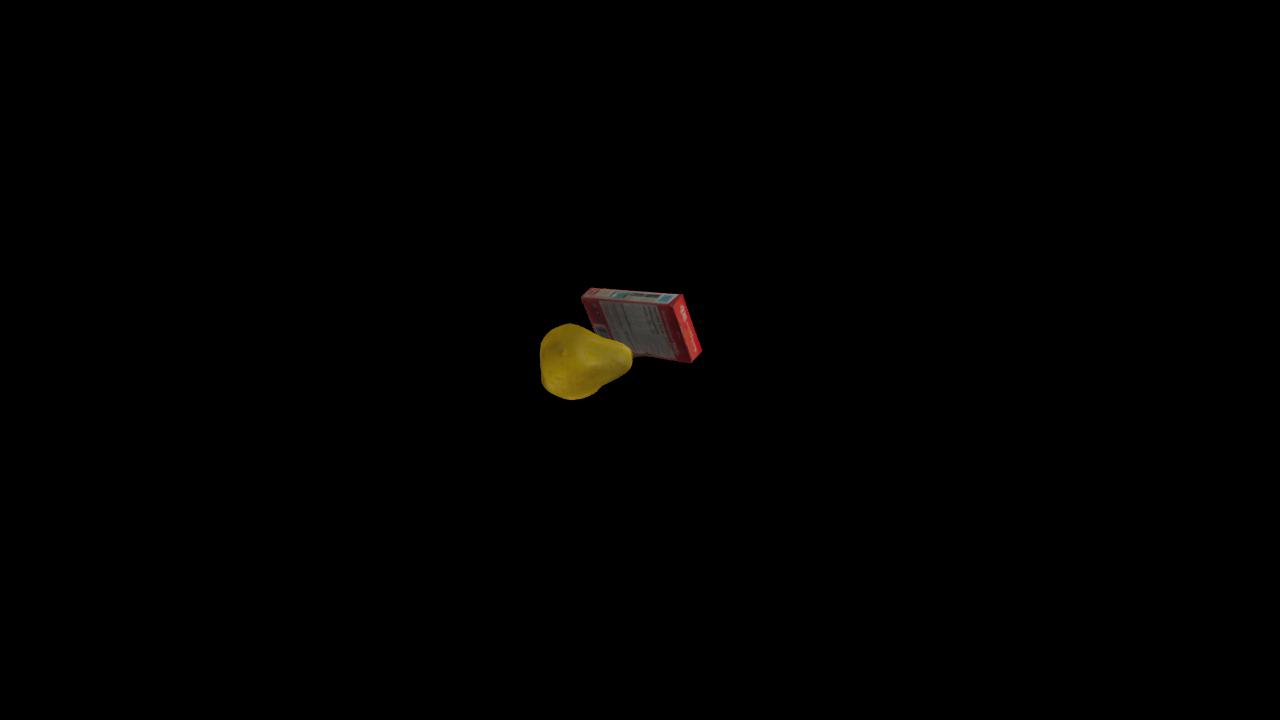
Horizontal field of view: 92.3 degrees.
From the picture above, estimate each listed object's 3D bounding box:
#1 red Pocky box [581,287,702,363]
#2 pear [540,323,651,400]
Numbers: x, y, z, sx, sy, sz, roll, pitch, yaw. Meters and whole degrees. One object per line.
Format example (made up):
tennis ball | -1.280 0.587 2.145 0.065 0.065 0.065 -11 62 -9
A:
red Pocky box | 0.000 -0.044 0.751 0.155 0.083 0.028 10 42 42
pear | -0.046 0.001 0.632 0.111 0.080 0.080 0 0 -6
